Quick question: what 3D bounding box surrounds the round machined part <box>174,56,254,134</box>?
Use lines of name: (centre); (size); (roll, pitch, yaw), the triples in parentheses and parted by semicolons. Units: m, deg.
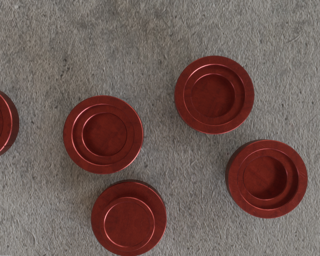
round machined part: (0.067, -0.041, 0.402); (0.099, 0.042, 0.097); (0, 90, 0)

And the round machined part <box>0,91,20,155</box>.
round machined part: (-0.230, -0.006, 0.400); (0.099, 0.042, 0.097); (0, 90, 0)

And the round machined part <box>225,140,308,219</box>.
round machined part: (0.133, 0.063, 0.402); (0.099, 0.042, 0.097); (0, 90, 0)

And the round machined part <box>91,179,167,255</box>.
round machined part: (-0.040, 0.118, 0.401); (0.099, 0.042, 0.097); (0, 90, 0)

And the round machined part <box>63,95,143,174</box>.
round machined part: (-0.070, 0.008, 0.401); (0.099, 0.042, 0.097); (0, 90, 0)
